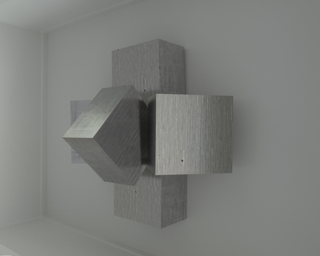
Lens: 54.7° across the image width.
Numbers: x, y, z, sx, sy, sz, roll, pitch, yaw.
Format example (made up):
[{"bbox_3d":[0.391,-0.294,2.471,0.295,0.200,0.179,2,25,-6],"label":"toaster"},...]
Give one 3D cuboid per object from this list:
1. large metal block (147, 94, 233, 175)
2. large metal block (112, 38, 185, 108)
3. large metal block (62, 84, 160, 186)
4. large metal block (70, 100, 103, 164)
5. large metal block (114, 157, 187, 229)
[{"bbox_3d":[0.031,0.006,0.335,0.050,0.081,0.079,-174,84,-78],"label":"large metal block"},{"bbox_3d":[-0.016,-0.062,0.398,0.080,0.050,0.080,-2,89,40],"label":"large metal block"},{"bbox_3d":[-0.049,0.008,0.358,0.050,0.080,0.080,-1,46,39],"label":"large metal block"},{"bbox_3d":[-0.085,0.005,0.430,0.050,0.080,0.080,-1,90,4],"label":"large metal block"},{"bbox_3d":[-0.013,0.075,0.400,0.080,0.050,0.080,1,91,40],"label":"large metal block"}]
